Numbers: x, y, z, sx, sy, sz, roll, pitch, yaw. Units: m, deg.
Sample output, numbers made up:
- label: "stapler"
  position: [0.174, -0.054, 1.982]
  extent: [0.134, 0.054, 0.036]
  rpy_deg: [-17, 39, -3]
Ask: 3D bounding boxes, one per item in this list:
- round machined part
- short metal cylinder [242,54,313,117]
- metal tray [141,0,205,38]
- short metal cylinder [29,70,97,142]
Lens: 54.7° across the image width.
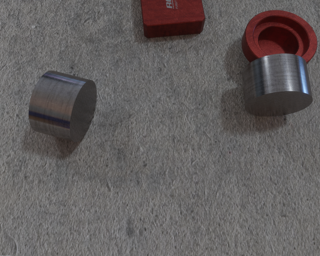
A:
- label: "round machined part"
  position: [0.165, -0.116, 0.441]
  extent: [0.099, 0.042, 0.098]
  rpy_deg: [0, 68, -1]
- label: "short metal cylinder"
  position: [0.149, -0.052, 0.399]
  extent: [0.081, 0.080, 0.050]
  rpy_deg: [0, 71, 0]
- label: "metal tray"
  position: [0.014, -0.206, 0.481]
  extent: [0.091, 0.030, 0.130]
  rpy_deg: [-6, 70, -3]
- label: "short metal cylinder"
  position: [-0.118, -0.027, 0.388]
  extent: [0.050, 0.080, 0.080]
  rpy_deg: [15, 71, 5]
